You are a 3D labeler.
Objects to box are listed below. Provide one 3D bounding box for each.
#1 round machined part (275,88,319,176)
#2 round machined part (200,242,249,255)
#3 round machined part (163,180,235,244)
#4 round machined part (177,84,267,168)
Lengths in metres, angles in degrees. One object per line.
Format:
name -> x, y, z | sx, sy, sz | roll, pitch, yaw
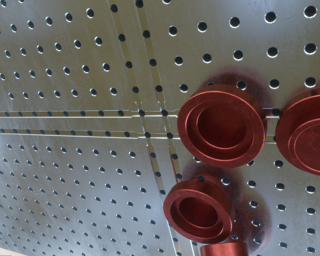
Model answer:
round machined part -> 0.170, 0.011, 0.317 | 0.098, 0.042, 0.097 | 13, 124, 20
round machined part -> 0.094, 0.192, 0.447 | 0.099, 0.042, 0.098 | -3, 152, -2
round machined part -> 0.058, 0.113, 0.439 | 0.098, 0.042, 0.097 | 13, 124, 20
round machined part -> 0.073, -0.005, 0.358 | 0.098, 0.042, 0.097 | 13, 124, 20
